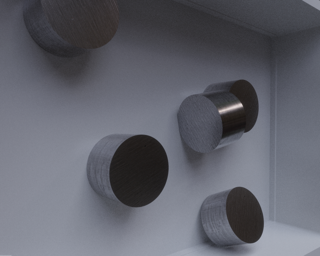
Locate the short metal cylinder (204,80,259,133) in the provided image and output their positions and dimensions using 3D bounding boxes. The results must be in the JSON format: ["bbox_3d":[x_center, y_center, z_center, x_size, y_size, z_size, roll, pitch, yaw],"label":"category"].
[{"bbox_3d":[0.109,-0.033,0.481,0.081,0.050,0.080,0,90,-40],"label":"short metal cylinder"}]

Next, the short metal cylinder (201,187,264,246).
[{"bbox_3d":[0.109,0.133,0.465,0.081,0.050,0.080,18,58,-31],"label":"short metal cylinder"}]

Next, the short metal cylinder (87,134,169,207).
[{"bbox_3d":[-0.037,0.047,0.359,0.081,0.050,0.080,0,90,-40],"label":"short metal cylinder"}]

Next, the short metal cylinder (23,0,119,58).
[{"bbox_3d":[-0.089,-0.116,0.315,0.081,0.050,0.080,0,90,-40],"label":"short metal cylinder"}]

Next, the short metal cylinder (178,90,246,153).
[{"bbox_3d":[0.071,-0.010,0.430,0.050,0.080,0.079,-15,100,-39],"label":"short metal cylinder"}]
